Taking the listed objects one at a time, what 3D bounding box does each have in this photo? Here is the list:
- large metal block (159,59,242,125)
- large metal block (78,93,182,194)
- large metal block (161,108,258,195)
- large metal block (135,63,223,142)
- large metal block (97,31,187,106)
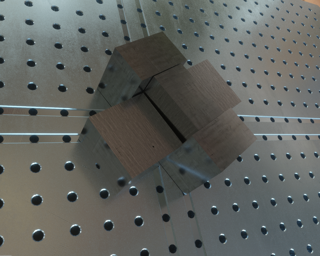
[{"bbox_3d":[0.056,-0.042,0.446,0.081,0.050,0.080,-33,82,-38],"label":"large metal block"},{"bbox_3d":[-0.034,0.016,0.365,0.081,0.050,0.080,-30,78,-38],"label":"large metal block"},{"bbox_3d":[0.060,0.029,0.386,0.081,0.080,0.050,-32,80,-39],"label":"large metal block"},{"bbox_3d":[0.018,-0.020,0.394,0.050,0.080,0.080,-33,80,-38],"label":"large metal block"},{"bbox_3d":[-0.024,-0.069,0.401,0.081,0.080,0.050,-32,79,-38],"label":"large metal block"}]
